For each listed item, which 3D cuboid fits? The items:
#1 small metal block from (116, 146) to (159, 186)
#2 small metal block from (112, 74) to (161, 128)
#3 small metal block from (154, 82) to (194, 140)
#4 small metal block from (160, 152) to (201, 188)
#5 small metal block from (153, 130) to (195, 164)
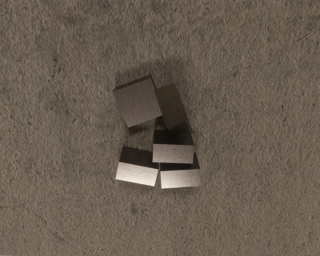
[{"bbox_3d":[-0.029,0.050,0.414,0.050,0.050,0.025,12,110,-5],"label":"small metal block"},{"bbox_3d":[-0.026,-0.035,0.397,0.050,0.025,0.050,-20,109,7],"label":"small metal block"},{"bbox_3d":[0.018,-0.020,0.379,0.025,0.050,0.050,-21,67,7],"label":"small metal block"},{"bbox_3d":[0.026,0.056,0.418,0.050,0.050,0.025,-3,110,1],"label":"small metal block"},{"bbox_3d":[0.016,0.023,0.405,0.050,0.050,0.025,2,110,-1],"label":"small metal block"}]
